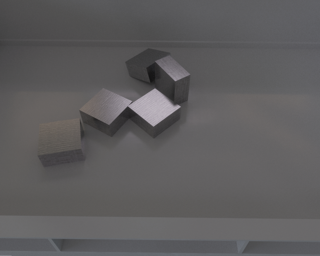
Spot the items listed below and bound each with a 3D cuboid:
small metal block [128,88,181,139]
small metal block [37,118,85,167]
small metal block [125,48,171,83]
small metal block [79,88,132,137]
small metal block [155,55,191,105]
[{"bbox_3d":[-0.008,-0.021,0.422,0.050,0.025,0.050,-37,59,-27],"label":"small metal block"},{"bbox_3d":[-0.123,0.018,0.389,0.050,0.025,0.050,-9,51,-8],"label":"small metal block"},{"bbox_3d":[-0.016,-0.098,0.478,0.050,0.025,0.050,-38,41,-28],"label":"small metal block"},{"bbox_3d":[-0.072,-0.022,0.423,0.050,0.025,0.050,26,55,20],"label":"small metal block"},{"bbox_3d":[0.017,-0.067,0.445,0.025,0.050,0.050,-27,56,-21],"label":"small metal block"}]
